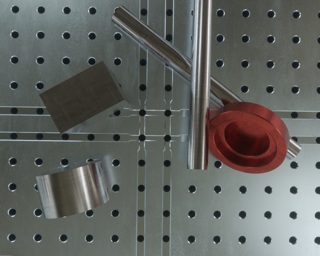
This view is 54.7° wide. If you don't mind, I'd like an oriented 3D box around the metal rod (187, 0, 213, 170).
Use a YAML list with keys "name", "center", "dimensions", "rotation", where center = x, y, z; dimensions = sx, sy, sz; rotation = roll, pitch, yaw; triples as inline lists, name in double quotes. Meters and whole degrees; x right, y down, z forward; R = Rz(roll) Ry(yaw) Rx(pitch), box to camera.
- name: "metal rod"
  center: [0.052, -0.098, 0.392]
  dimensions: [0.025, 0.025, 0.298]
  rotation: [3, 81, -1]

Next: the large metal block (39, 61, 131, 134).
- name: "large metal block"
  center: [-0.087, -0.035, 0.385]
  dimensions: [0.080, 0.080, 0.050]
  rotation: [-28, 90, 0]

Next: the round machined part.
- name: "round machined part"
  center: [0.111, 0.008, 0.389]
  dimensions: [0.098, 0.097, 0.042]
  rotation: [38, 48, -1]

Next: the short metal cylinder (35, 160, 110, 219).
- name: "short metal cylinder"
  center: [-0.108, 0.074, 0.385]
  dimensions: [0.080, 0.080, 0.050]
  rotation: [-13, 90, 0]

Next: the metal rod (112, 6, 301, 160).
- name: "metal rod"
  center: [0.062, -0.060, 0.414]
  dimensions: [0.300, 0.025, 0.025]
  rotation: [38, 90, -1]
